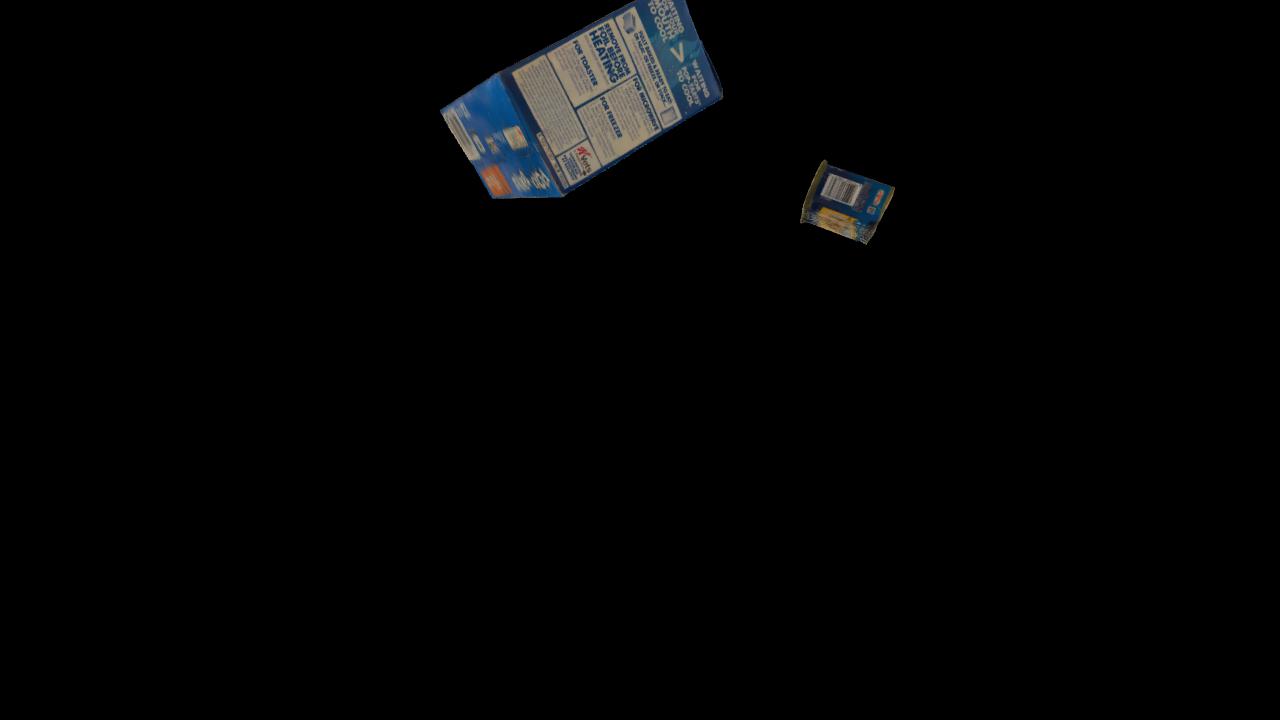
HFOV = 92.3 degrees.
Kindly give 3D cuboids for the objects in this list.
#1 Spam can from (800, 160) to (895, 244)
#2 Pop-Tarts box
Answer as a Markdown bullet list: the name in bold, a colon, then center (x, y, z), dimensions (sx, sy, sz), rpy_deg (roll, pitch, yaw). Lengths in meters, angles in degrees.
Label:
- **Spam can**: center (0.239, -0.180, 0.715), dimensions (0.085, 0.058, 0.101), rpy_deg (24, 3, 12)
- **Pop-Tarts box**: center (-0.051, -0.189, 0.455), dimensions (0.141, 0.083, 0.167), rpy_deg (-37, 28, -16)
